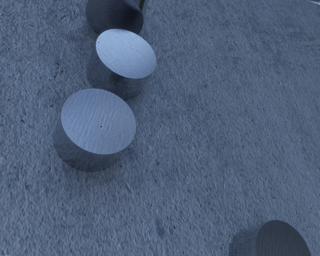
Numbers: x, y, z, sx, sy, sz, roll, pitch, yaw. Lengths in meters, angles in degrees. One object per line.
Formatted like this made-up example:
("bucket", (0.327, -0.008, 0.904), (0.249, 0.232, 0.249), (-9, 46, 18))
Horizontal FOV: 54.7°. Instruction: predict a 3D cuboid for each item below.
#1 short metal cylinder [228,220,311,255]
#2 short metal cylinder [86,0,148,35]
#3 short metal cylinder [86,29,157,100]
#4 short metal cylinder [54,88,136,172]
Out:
("short metal cylinder", (0.129, 0.154, 0.363), (0.081, 0.050, 0.080), (14, 56, -21))
("short metal cylinder", (-0.060, -0.173, 0.442), (0.080, 0.080, 0.050), (19, 54, -17))
("short metal cylinder", (-0.052, -0.083, 0.411), (0.081, 0.050, 0.080), (14, 56, -21))
("short metal cylinder", (-0.073, 0.003, 0.346), (0.081, 0.050, 0.080), (14, 56, -21))
